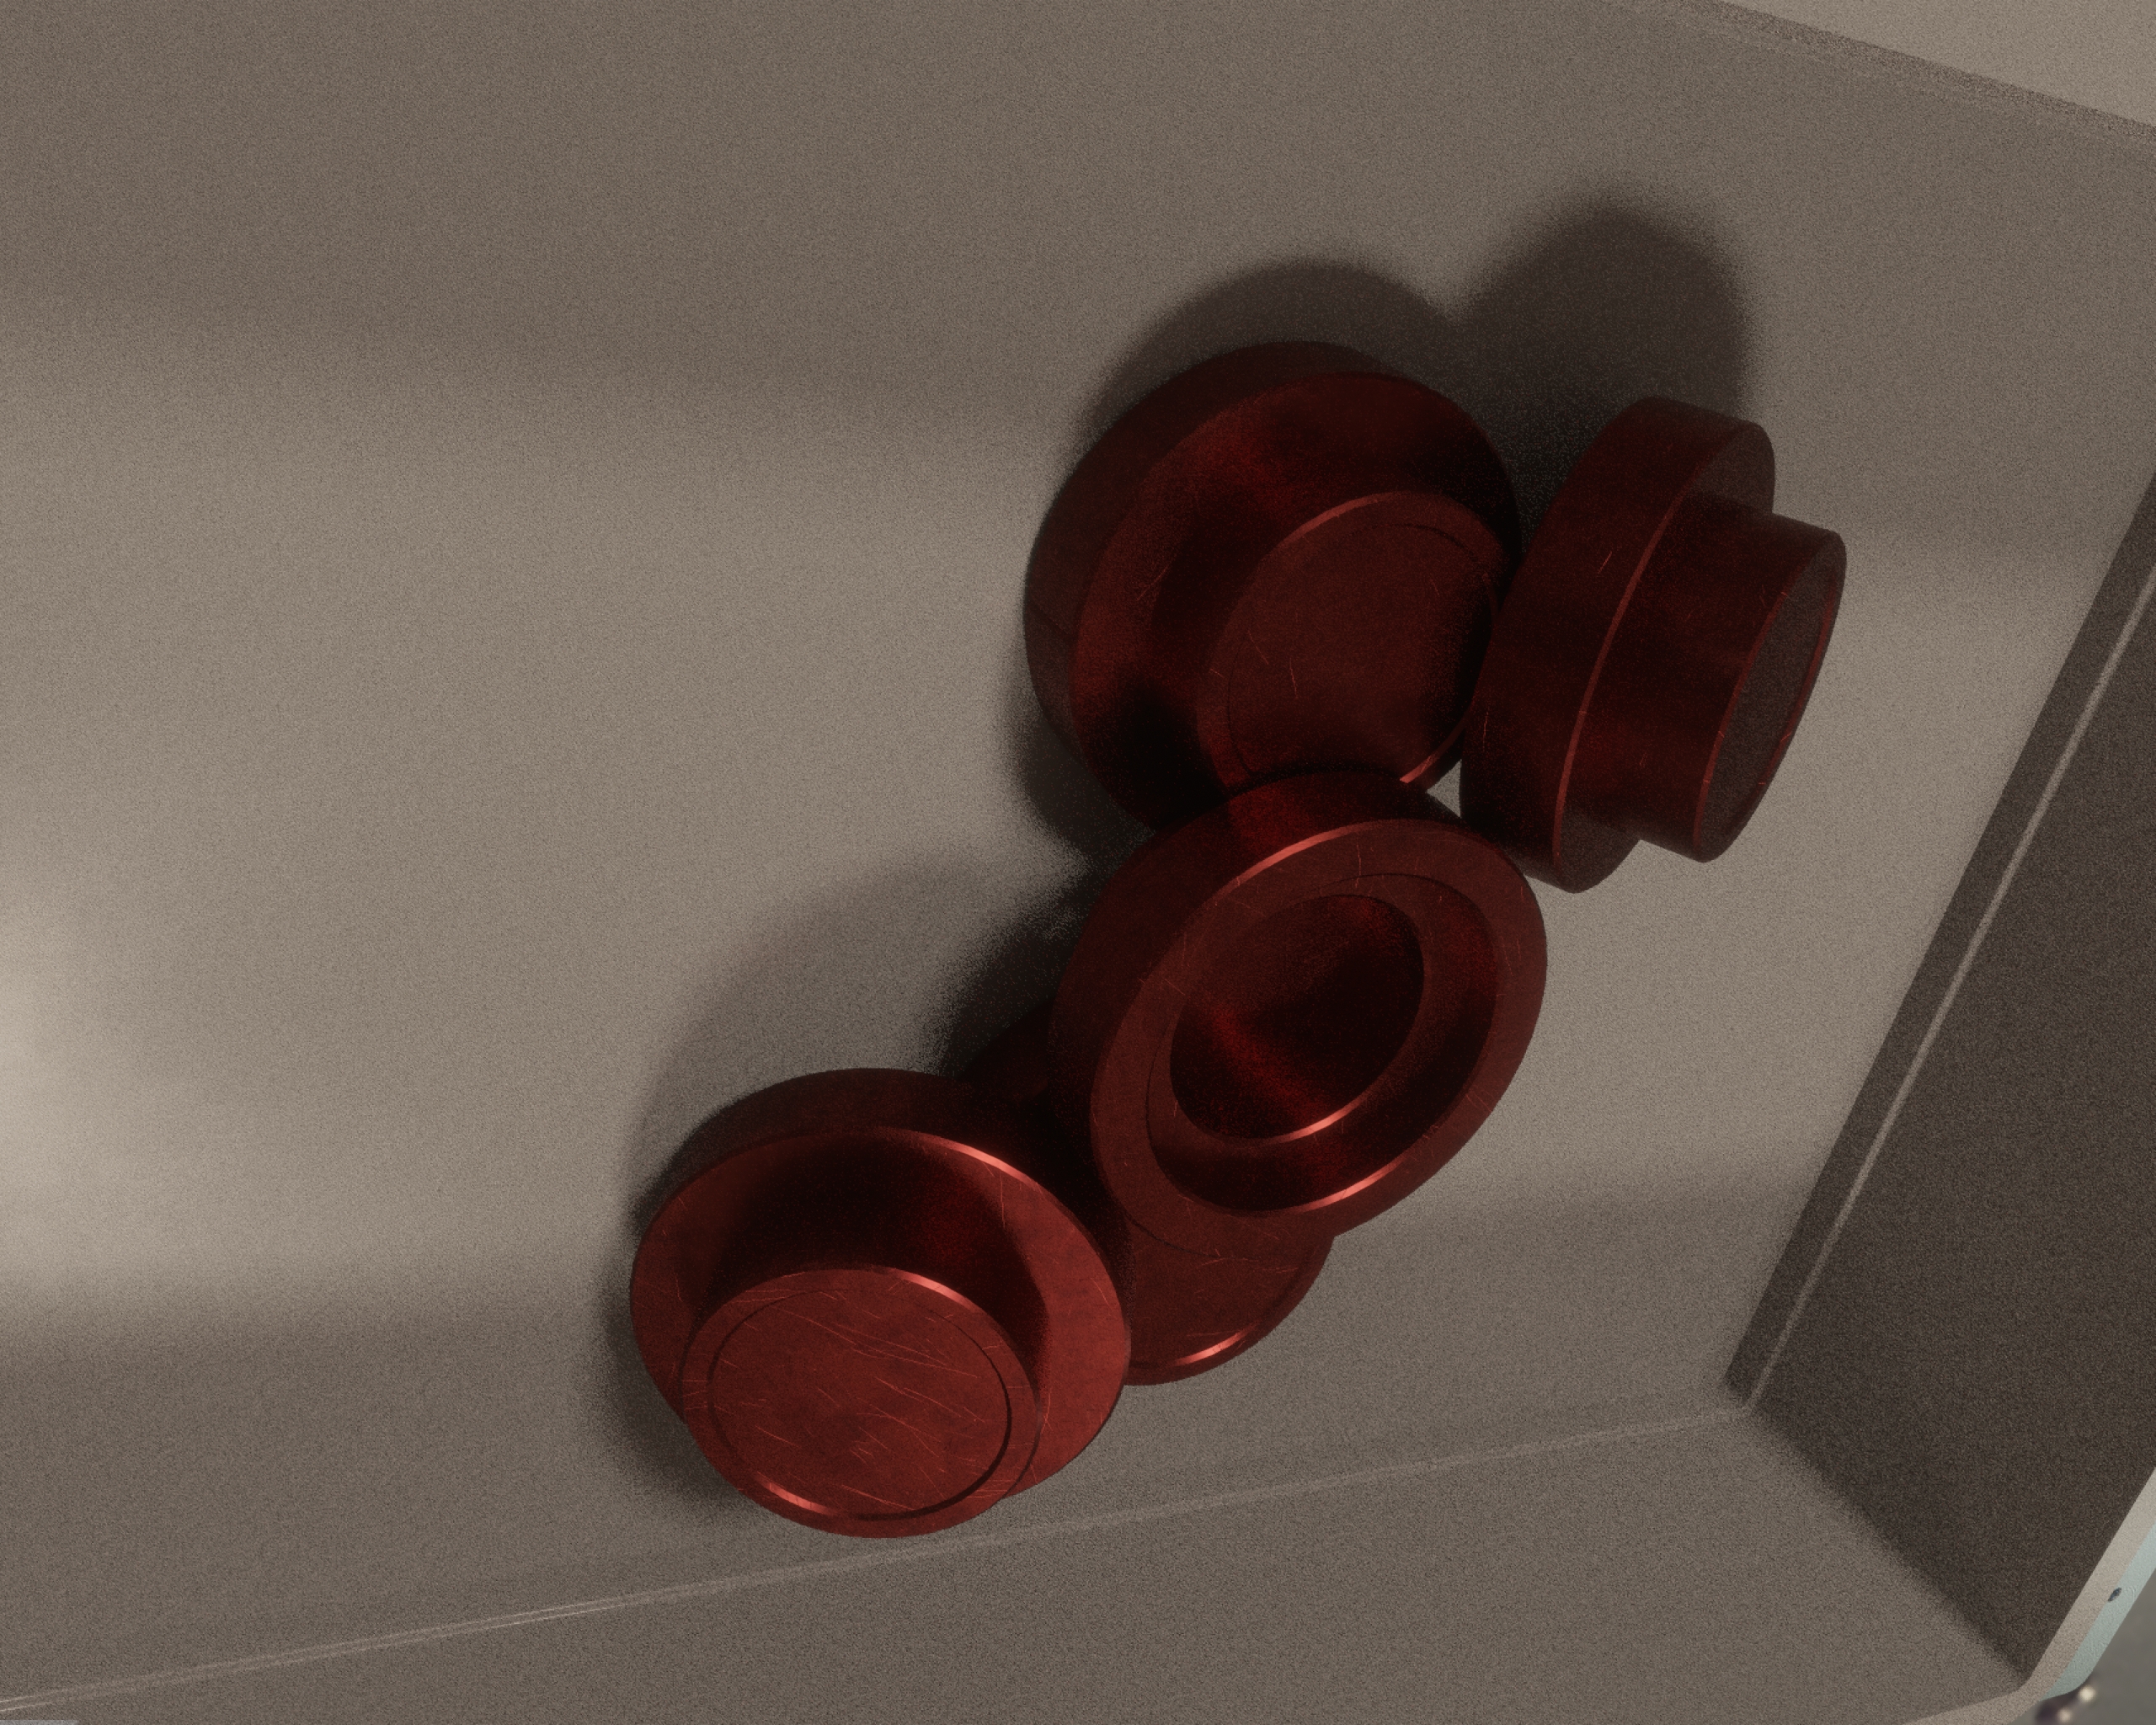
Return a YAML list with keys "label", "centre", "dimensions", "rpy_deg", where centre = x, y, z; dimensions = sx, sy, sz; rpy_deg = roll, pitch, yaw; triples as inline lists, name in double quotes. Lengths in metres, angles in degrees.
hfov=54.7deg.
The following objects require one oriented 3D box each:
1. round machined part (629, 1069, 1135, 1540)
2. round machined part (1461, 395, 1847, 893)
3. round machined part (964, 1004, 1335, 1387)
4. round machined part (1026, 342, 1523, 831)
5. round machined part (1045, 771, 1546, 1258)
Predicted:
- label: "round machined part"
  centre: [-0.039, 0.092, 0.405]
  dimensions: [0.099, 0.042, 0.097]
  rpy_deg: [2, 118, 4]
- label: "round machined part"
  centre: [0.117, -0.039, 0.410]
  dimensions: [0.099, 0.042, 0.097]
  rpy_deg: [-43, 146, -38]
- label: "round machined part"
  centre: [0.017, 0.074, 0.453]
  dimensions: [0.099, 0.042, 0.097]
  rpy_deg: [-14, 125, -21]
- label: "round machined part"
  centre: [0.043, -0.044, 0.393]
  dimensions: [0.099, 0.042, 0.097]
  rpy_deg: [-14, 125, -21]
- label: "round machined part"
  centre: [0.038, 0.025, 0.406]
  dimensions: [0.099, 0.042, 0.097]
  rpy_deg: [-14, 125, -21]
